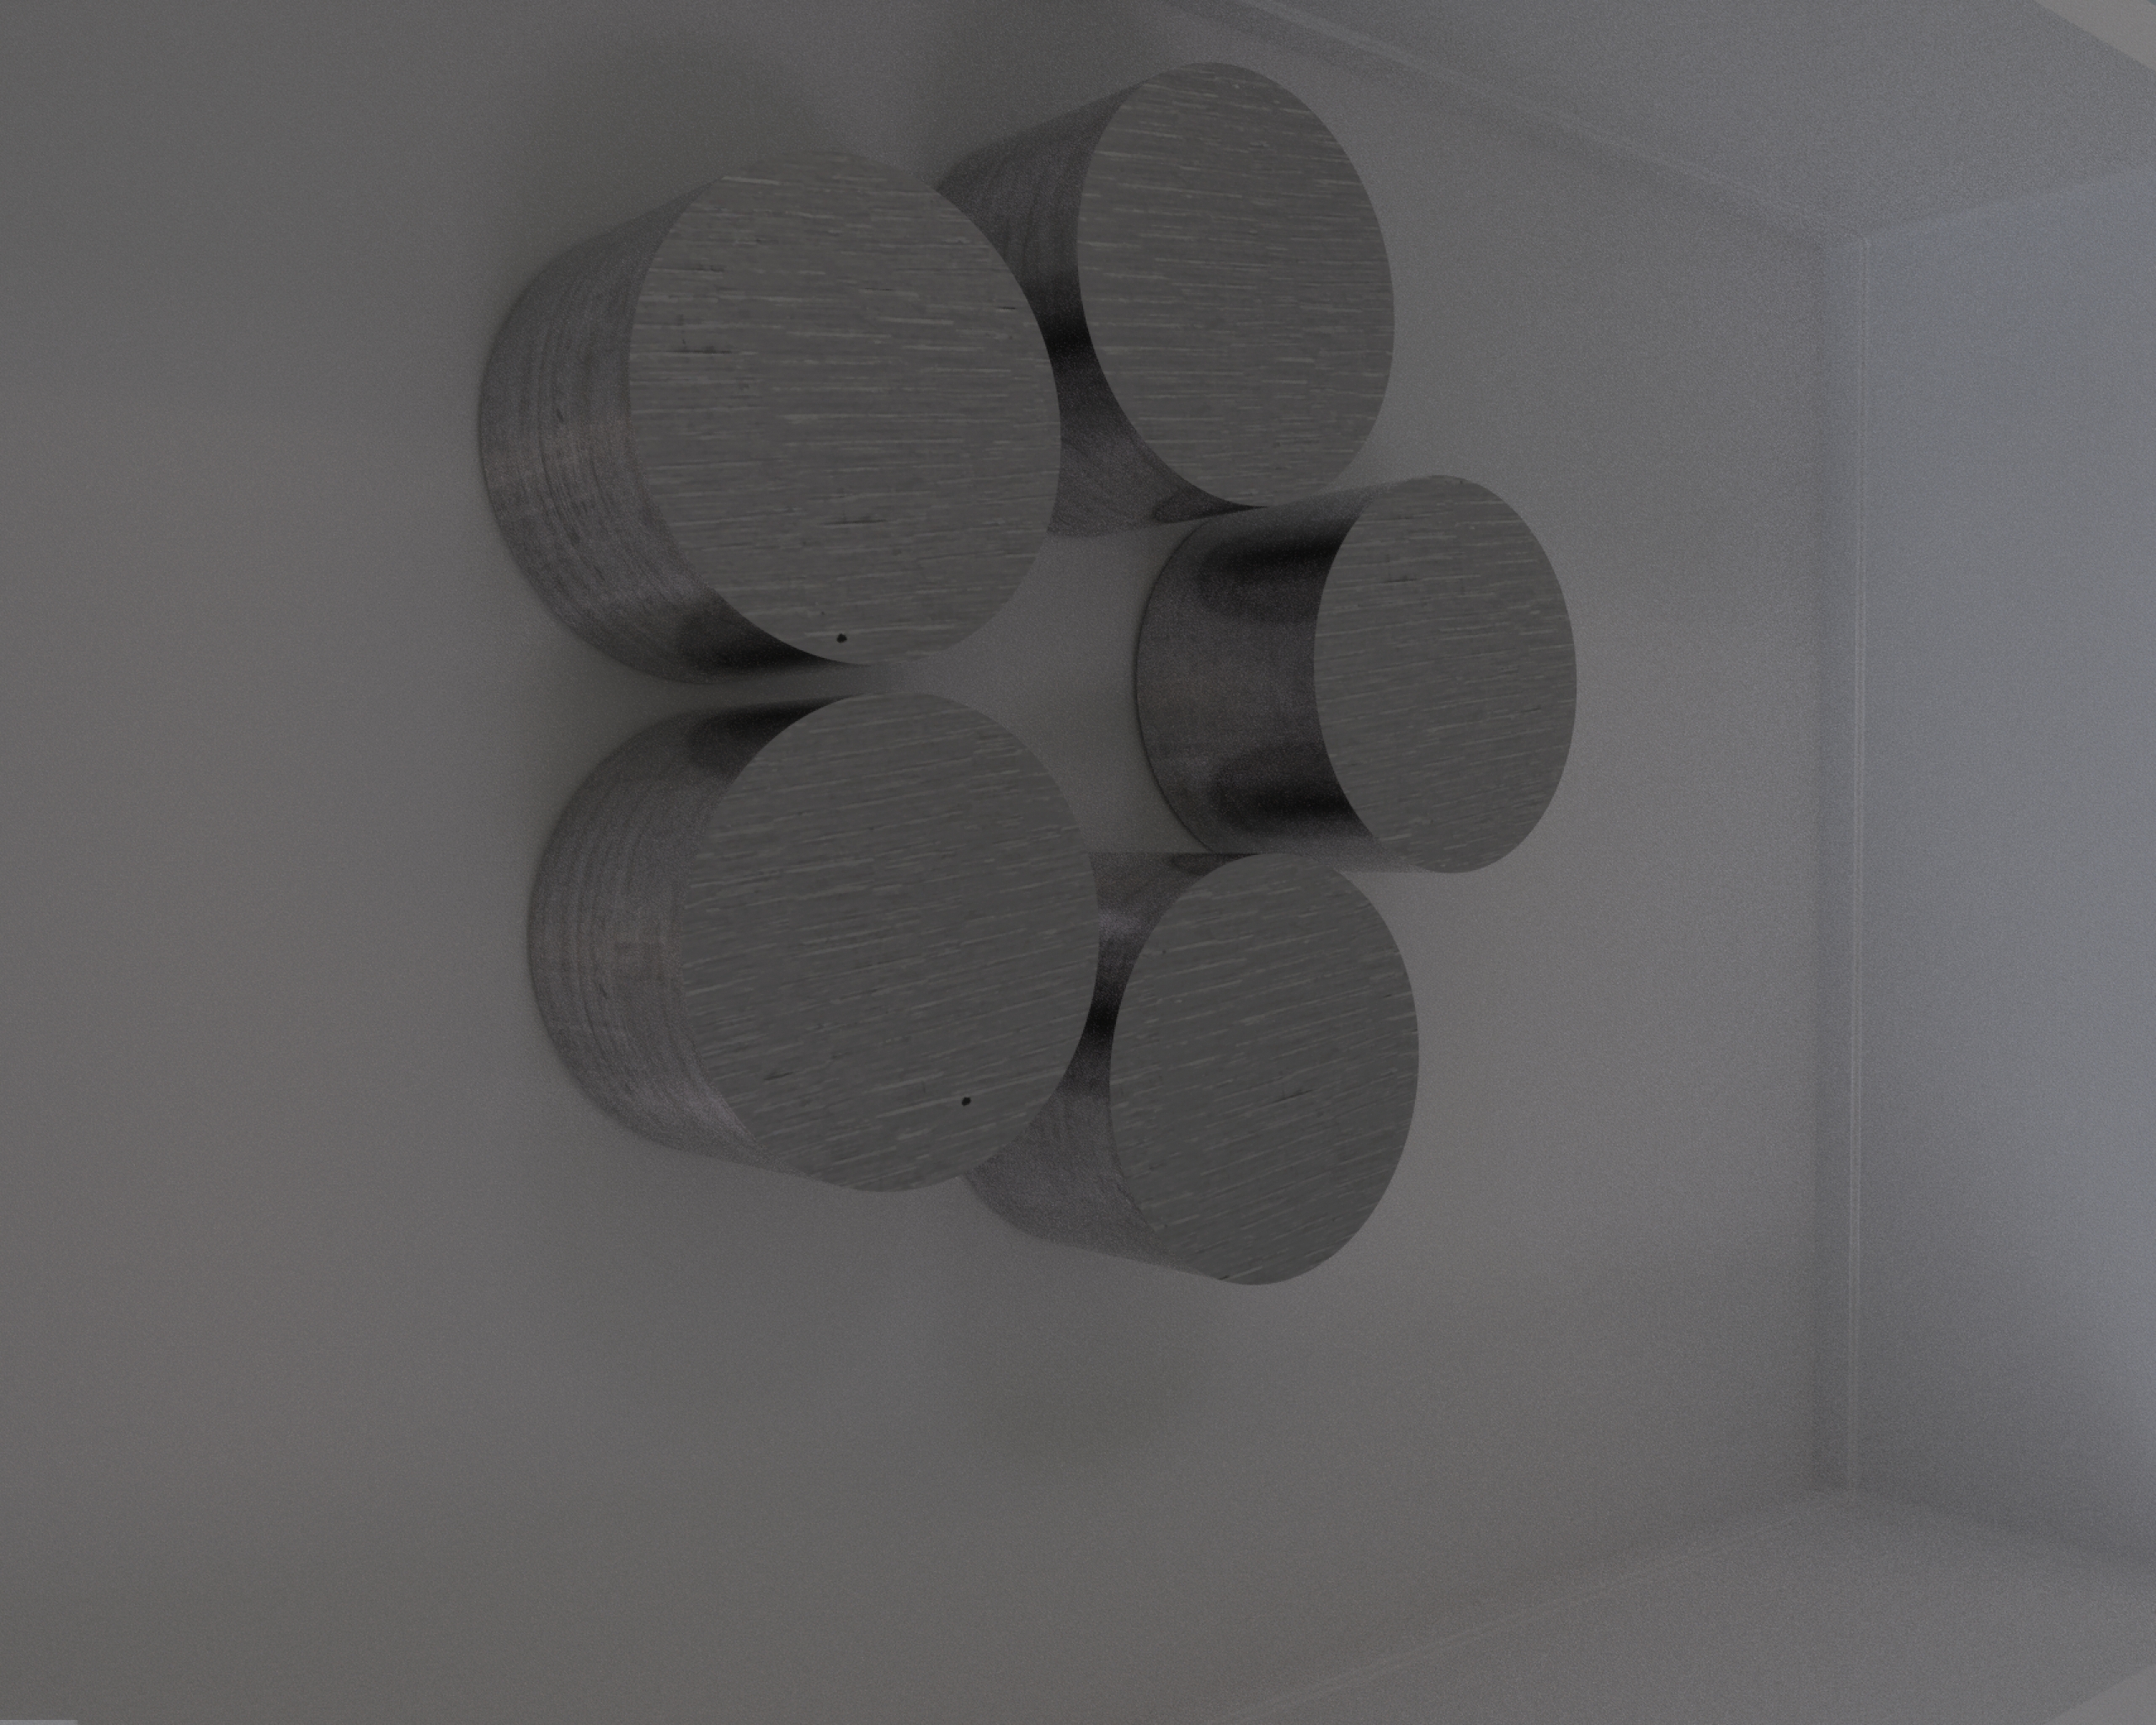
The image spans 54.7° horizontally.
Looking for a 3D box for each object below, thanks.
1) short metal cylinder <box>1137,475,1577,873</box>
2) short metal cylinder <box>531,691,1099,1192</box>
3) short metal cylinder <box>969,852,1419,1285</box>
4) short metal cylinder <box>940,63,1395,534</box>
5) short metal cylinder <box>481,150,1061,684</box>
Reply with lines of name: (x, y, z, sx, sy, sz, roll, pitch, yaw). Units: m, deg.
short metal cylinder: (0.059, -0.038, 0.437, 0.081, 0.050, 0.080, 0, 90, -40)
short metal cylinder: (-0.043, 0.012, 0.351, 0.081, 0.050, 0.080, 0, 90, -40)
short metal cylinder: (0.020, 0.038, 0.405, 0.081, 0.050, 0.080, 0, 90, -40)
short metal cylinder: (0.015, -0.105, 0.399, 0.081, 0.050, 0.080, 0, 90, -40)
short metal cylinder: (-0.050, -0.071, 0.346, 0.081, 0.050, 0.080, 0, 90, -40)
